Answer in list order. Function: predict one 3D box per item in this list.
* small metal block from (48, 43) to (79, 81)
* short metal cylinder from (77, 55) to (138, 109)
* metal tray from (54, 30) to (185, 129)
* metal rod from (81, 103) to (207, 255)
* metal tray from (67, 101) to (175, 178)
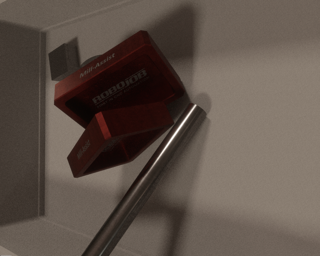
[{"bbox_3d":[-0.168,-0.113,0.542,0.050,0.025,0.050,-16,80,38],"label":"small metal block"},{"bbox_3d":[-0.071,-0.052,0.419,0.080,0.080,0.050,-47,39,30],"label":"short metal cylinder"},{"bbox_3d":[-0.047,-0.045,0.372,0.130,0.090,0.030,-28,46,14],"label":"metal tray"},{"bbox_3d":[-0.041,0.098,0.346,0.025,0.025,0.300,29,78,36],"label":"metal rod"},{"bbox_3d":[-0.052,0.017,0.382,0.129,0.091,0.030,-43,66,50],"label":"metal tray"}]
